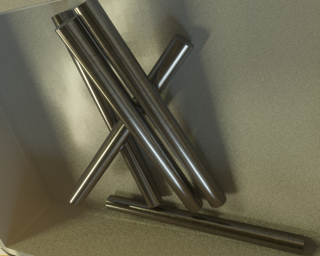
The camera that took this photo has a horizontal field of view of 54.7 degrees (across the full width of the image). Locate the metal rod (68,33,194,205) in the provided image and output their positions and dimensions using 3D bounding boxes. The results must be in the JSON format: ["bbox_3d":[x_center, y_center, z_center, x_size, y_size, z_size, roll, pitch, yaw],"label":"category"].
[{"bbox_3d":[-0.052,0.008,0.410,0.025,0.025,0.298,39,120,2],"label":"metal rod"}]

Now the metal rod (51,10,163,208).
[{"bbox_3d":[-0.065,-0.013,0.433,0.025,0.025,0.299,-11,113,32],"label":"metal rod"}]

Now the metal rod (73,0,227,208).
[{"bbox_3d":[0.004,-0.010,0.362,0.025,0.025,0.299,-16,122,34],"label":"metal rod"}]

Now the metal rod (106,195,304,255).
[{"bbox_3d":[0.051,0.140,0.467,0.301,0.025,0.025,6,121,24],"label":"metal rod"}]

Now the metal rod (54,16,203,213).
[{"bbox_3d":[-0.020,0.006,0.376,0.025,0.025,0.299,-12,127,33],"label":"metal rod"}]
